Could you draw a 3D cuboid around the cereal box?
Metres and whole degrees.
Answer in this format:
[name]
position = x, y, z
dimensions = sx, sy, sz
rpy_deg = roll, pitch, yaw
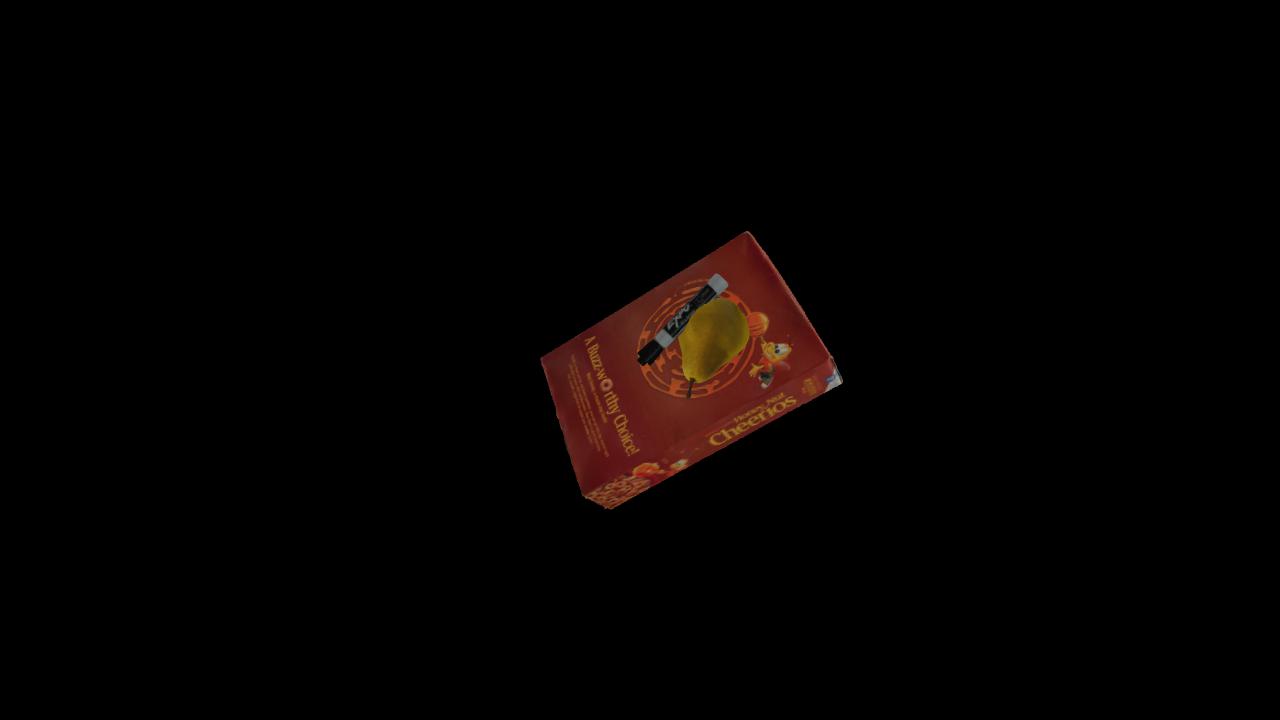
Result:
[cereal box]
position = 0.047, 0.011, 0.714
dimensions = 0.306, 0.203, 0.081
rpy_deg = -31, -35, 10

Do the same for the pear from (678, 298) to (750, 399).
[pear]
position = 0.067, -0.013, 0.633
dimensions = 0.080, 0.080, 0.111
rpy_deg = 0, 42, 28

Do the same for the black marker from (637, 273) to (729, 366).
[black marker]
position = 0.042, -0.040, 0.630
dimensions = 0.020, 0.121, 0.020
rpy_deg = 44, 1, -1
